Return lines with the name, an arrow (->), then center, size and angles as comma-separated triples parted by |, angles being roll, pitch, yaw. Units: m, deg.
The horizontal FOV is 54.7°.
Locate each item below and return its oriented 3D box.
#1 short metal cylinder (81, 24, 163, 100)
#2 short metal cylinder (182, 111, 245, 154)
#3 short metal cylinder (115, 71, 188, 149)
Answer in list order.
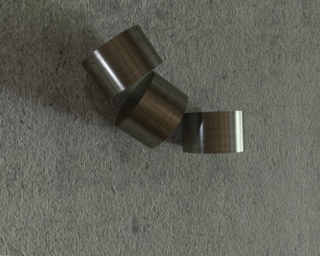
short metal cylinder -> -0.044, -0.076, 0.363 | 0.080, 0.080, 0.050 | -38, 103, -16
short metal cylinder -> 0.069, 0.004, 0.405 | 0.081, 0.080, 0.050 | -2, 91, -20
short metal cylinder -> -0.011, -0.022, 0.376 | 0.050, 0.080, 0.080 | 35, 79, -17
